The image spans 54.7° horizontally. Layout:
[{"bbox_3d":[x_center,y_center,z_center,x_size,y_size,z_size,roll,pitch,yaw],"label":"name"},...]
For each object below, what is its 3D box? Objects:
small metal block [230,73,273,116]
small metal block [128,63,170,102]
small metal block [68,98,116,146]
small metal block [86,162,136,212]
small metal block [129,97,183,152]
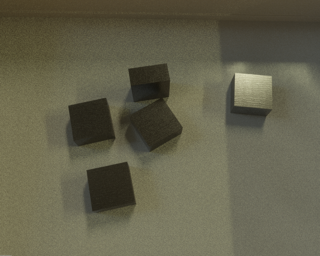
[{"bbox_3d":[0.126,-0.046,0.428,0.050,0.025,0.050,6,70,1],"label":"small metal block"},{"bbox_3d":[-0.014,-0.060,0.418,0.050,0.050,0.025,-9,71,-4],"label":"small metal block"},{"bbox_3d":[-0.090,-0.008,0.411,0.050,0.025,0.050,-13,71,-5],"label":"small metal block"},{"bbox_3d":[-0.060,0.073,0.382,0.050,0.025,0.050,-12,71,-5],"label":"small metal block"},{"bbox_3d":[-0.005,-0.004,0.411,0.050,0.025,0.050,-30,73,-11],"label":"small metal block"}]
